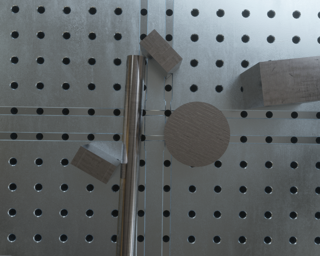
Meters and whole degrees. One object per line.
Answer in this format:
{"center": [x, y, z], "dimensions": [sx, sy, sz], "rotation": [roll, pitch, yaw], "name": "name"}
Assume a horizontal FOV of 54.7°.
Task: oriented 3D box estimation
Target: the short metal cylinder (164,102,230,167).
{"center": [0.045, 0.007, 0.402], "dimensions": [0.081, 0.050, 0.079], "rotation": [0, 90, -1], "name": "short metal cylinder"}

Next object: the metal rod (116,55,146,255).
{"center": [-0.040, 0.054, 0.412], "dimensions": [0.025, 0.025, 0.298], "rotation": [3, 90, -1], "name": "metal rod"}

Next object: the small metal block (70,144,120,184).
{"center": [-0.081, 0.045, 0.400], "dimensions": [0.050, 0.050, 0.025], "rotation": [30, 90, -1], "name": "small metal block"}

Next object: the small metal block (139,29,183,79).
{"center": [0.001, -0.094, 0.401], "dimensions": [0.025, 0.050, 0.050], "rotation": [-43, 91, 0], "name": "small metal block"}

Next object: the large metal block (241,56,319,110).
{"center": [0.154, -0.054, 0.388], "dimensions": [0.081, 0.080, 0.050], "rotation": [-6, 90, -1], "name": "large metal block"}
